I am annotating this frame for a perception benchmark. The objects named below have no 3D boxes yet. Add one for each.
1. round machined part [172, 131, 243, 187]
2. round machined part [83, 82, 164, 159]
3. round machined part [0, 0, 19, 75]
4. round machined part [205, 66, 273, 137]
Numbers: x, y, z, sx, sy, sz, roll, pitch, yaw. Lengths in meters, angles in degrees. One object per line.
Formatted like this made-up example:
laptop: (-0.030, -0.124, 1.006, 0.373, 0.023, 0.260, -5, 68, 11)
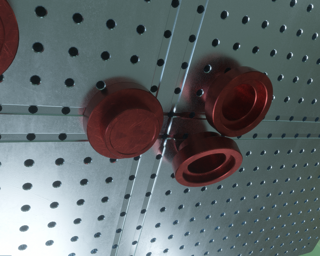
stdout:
round machined part: (0.064, 0.042, 0.446, 0.099, 0.042, 0.098, -10, 142, -8)
round machined part: (-0.040, -0.002, 0.377, 0.099, 0.042, 0.097, -14, 124, -21)
round machined part: (-0.171, -0.085, 0.254, 0.099, 0.042, 0.097, -14, 124, -21)
round machined part: (0.104, -0.040, 0.432, 0.099, 0.042, 0.097, -14, 124, -21)
